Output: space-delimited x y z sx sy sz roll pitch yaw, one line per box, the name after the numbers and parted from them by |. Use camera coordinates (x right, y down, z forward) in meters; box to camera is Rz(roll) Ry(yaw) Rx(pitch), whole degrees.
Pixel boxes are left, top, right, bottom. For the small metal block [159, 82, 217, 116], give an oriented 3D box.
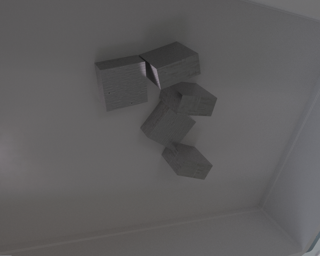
0.034 -0.038 0.388 0.050 0.050 0.025 1 118 -29 | small metal block

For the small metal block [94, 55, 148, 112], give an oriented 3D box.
-0.043 -0.051 0.353 0.050 0.025 0.050 -16 125 -20 | small metal block

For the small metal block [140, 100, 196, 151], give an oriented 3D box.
0.011 -0.004 0.412 0.050 0.025 0.050 29 102 -38 | small metal block

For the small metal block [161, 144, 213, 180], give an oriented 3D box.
0.038 0.046 0.441 0.050 0.050 0.025 15 110 -35 | small metal block

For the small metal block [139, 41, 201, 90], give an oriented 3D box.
0.011 -0.073 0.353 0.050 0.050 0.025 -23 127 -14 | small metal block
